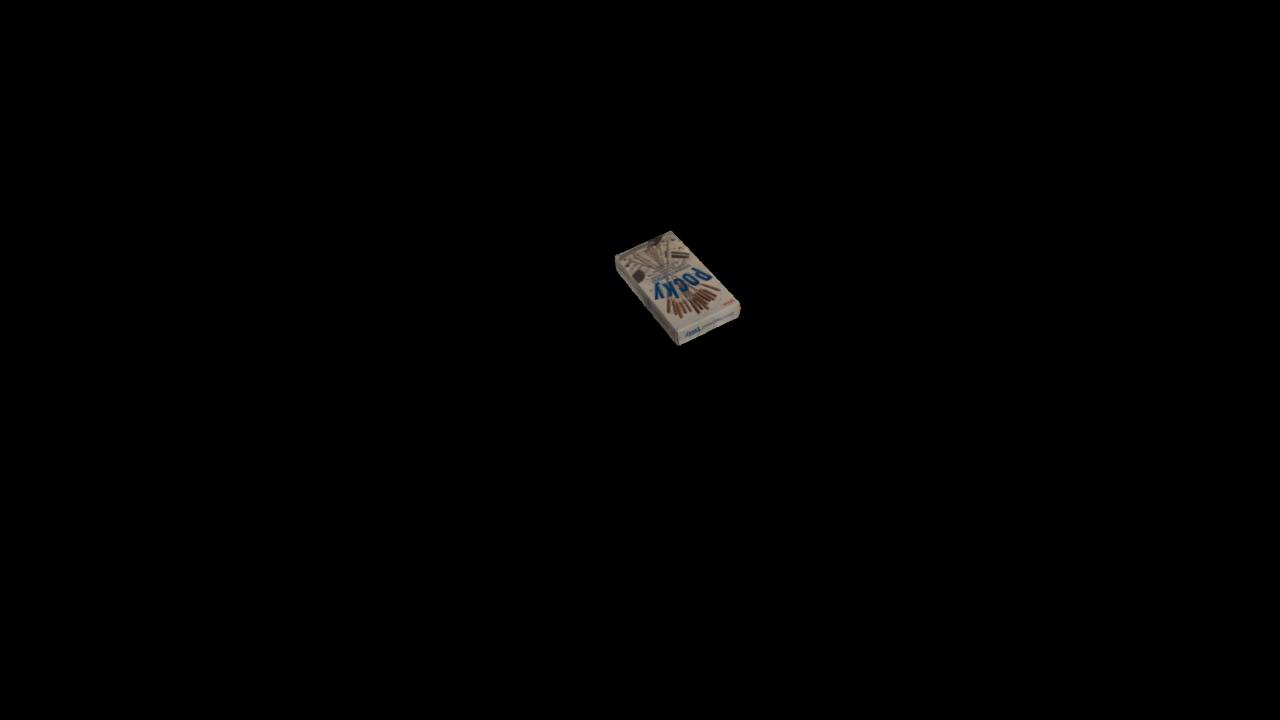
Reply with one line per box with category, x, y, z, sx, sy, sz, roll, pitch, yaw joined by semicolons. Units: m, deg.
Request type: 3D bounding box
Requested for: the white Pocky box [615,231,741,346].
white Pocky box;0.040;-0.088;0.721;0.084;0.154;0.028;-26;-38;-13
